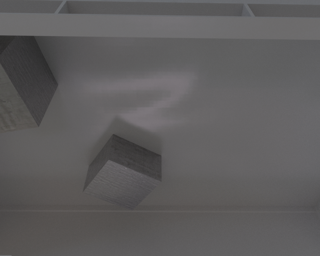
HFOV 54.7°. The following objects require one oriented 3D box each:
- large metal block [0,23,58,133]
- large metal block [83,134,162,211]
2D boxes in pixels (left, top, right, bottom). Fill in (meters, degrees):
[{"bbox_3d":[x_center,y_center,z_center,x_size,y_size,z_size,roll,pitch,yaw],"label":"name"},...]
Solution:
[{"bbox_3d":[-0.157,-0.053,0.327,0.050,0.080,0.080,-9,130,7],"label":"large metal block"},{"bbox_3d":[-0.053,0.066,0.448,0.080,0.050,0.080,26,125,-21],"label":"large metal block"}]
